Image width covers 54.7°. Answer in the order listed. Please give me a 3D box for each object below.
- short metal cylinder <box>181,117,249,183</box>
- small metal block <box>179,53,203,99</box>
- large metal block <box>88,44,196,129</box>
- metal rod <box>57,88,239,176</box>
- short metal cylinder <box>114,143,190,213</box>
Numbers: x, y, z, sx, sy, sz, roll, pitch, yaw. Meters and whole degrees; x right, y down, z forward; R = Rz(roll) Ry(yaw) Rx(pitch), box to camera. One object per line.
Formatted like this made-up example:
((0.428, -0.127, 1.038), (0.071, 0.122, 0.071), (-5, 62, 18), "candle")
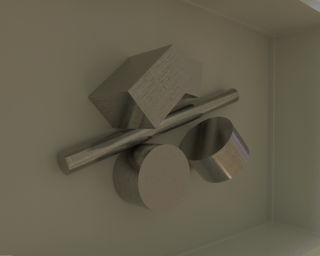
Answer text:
((0.077, 0.030, 0.437), (0.050, 0.080, 0.080), (51, 60, -29), "short metal cylinder")
((0.032, -0.071, 0.433), (0.050, 0.025, 0.050), (11, 83, -40), "small metal block")
((-0.021, -0.045, 0.354), (0.080, 0.080, 0.050), (-51, 121, -28), "large metal block")
((0.009, -0.008, 0.415), (0.302, 0.025, 0.025), (-23, 105, -38), "metal rod")
((-0.009, 0.059, 0.382), (0.081, 0.050, 0.079), (0, 90, -40), "short metal cylinder")
